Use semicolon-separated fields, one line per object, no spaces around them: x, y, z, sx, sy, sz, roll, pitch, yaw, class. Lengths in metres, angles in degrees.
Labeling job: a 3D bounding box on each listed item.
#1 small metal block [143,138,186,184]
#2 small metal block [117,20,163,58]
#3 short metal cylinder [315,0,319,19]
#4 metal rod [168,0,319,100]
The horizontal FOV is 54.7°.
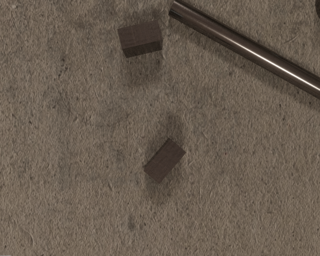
0.006;0.040;0.398;0.025;0.050;0.050;40;90;-1;small metal block
-0.024;-0.113;0.397;0.050;0.050;0.025;-13;90;0;small metal block
0.254;-0.171;0.401;0.081;0.050;0.079;0;90;-1;short metal cylinder
0.149;-0.088;0.411;0.301;0.025;0.025;29;90;-1;metal rod
